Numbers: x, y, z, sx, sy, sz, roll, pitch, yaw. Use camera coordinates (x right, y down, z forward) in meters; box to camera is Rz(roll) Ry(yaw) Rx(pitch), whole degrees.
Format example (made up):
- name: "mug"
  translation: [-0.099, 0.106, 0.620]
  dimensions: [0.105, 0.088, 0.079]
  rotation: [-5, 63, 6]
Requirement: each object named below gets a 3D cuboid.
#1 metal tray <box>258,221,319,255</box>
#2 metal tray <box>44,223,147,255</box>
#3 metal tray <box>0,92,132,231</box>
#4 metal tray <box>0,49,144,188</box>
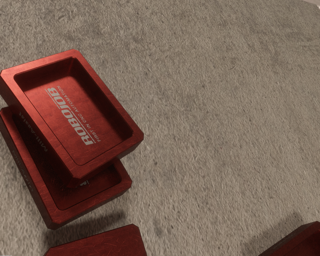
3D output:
- name: "metal tray"
  translation: [0.180, 0.184, 0.387]
  dimensions: [0.131, 0.030, 0.090]
  rotation: [-14, 69, -34]
- name: "metal tray"
  translation: [-0.046, 0.163, 0.277]
  dimensions: [0.091, 0.030, 0.130]
  rotation: [-7, 65, -32]
- name: "metal tray"
  translation: [-0.100, 0.028, 0.330]
  dimensions: [0.091, 0.030, 0.130]
  rotation: [-22, 74, -36]
- name: "metal tray"
  translation: [-0.090, -0.015, 0.322]
  dimensions: [0.091, 0.030, 0.130]
  rotation: [-32, 80, -38]
